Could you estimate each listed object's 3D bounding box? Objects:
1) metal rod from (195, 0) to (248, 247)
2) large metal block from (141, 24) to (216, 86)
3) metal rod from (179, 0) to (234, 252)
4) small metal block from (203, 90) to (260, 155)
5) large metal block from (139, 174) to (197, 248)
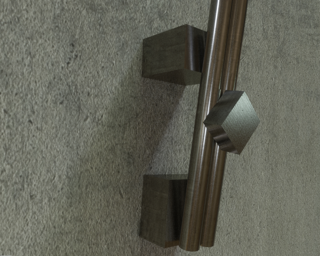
[{"bbox_3d":[0.073,-0.007,0.372,0.025,0.025,0.298,4,95,-40],"label":"metal rod"},{"bbox_3d":[0.033,-0.088,0.398,0.081,0.080,0.050,4,88,-40],"label":"large metal block"},{"bbox_3d":[0.053,-0.008,0.355,0.025,0.025,0.298,4,95,-40],"label":"metal rod"},{"bbox_3d":[0.082,-0.007,0.347,0.050,0.025,0.050,-53,126,-20],"label":"small metal block"},{"bbox_3d":[0.023,0.104,0.408,0.081,0.050,0.080,6,86,-40],"label":"large metal block"}]
